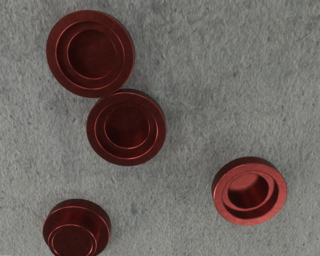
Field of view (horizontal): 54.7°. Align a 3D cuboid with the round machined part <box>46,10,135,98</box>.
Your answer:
[{"bbox_3d":[-0.079,-0.088,0.367,0.099,0.042,0.097,0,110,-1],"label":"round machined part"}]

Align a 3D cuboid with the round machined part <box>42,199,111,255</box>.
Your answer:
[{"bbox_3d":[-0.124,0.158,0.457,0.099,0.042,0.097,0,110,-1],"label":"round machined part"}]

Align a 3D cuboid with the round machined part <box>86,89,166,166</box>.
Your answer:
[{"bbox_3d":[-0.042,-0.003,0.399,0.099,0.042,0.097,0,110,-1],"label":"round machined part"}]

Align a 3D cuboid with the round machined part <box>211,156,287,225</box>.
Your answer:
[{"bbox_3d":[0.121,0.083,0.433,0.099,0.042,0.097,0,110,-1],"label":"round machined part"}]
